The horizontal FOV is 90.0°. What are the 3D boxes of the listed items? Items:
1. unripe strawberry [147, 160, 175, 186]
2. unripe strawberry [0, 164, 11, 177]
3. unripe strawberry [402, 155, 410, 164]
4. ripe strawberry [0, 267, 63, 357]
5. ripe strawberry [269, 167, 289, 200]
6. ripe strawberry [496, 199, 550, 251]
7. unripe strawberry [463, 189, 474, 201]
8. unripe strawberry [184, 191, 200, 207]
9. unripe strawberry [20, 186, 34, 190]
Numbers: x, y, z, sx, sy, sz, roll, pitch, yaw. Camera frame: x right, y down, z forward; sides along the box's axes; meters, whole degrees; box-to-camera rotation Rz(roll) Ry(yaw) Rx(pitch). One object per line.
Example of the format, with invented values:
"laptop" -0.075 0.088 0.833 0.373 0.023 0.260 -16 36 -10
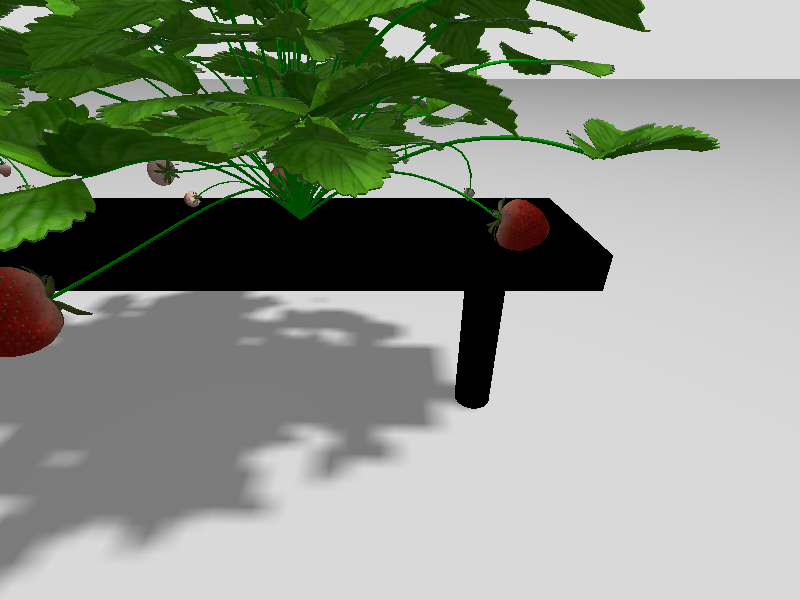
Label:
"unripe strawberry" -0.274 -0.149 0.458 0.031 0.032 0.029 18 35 28
"unripe strawberry" -0.494 -0.162 0.501 0.014 0.015 0.015 8 32 13
"unripe strawberry" 0.007 -0.182 0.520 0.010 0.011 0.011 15 34 23
"ripe strawberry" -0.184 0.007 0.185 0.036 0.041 0.040 14 34 22
"ripe strawberry" -0.117 -0.123 0.413 0.037 0.039 0.040 -11 32 -18
"ripe strawberry" 0.089 -0.053 0.290 0.037 0.038 0.034 21 35 13
"unripe strawberry" 0.070 -0.108 0.410 0.011 0.012 0.011 -10 32 -17
"unripe strawberry" -0.204 -0.098 0.391 0.014 0.015 0.013 -4 28 22
"unripe strawberry" -0.381 -0.109 0.411 0.015 0.015 0.014 -11 32 -18
